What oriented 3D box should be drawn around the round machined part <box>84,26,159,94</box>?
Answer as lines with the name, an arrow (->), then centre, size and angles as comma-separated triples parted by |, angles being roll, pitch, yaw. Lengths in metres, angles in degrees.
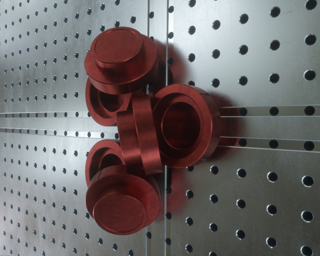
round machined part -> -0.051, -0.094, 0.406 | 0.098, 0.042, 0.098 | -4, 56, 6

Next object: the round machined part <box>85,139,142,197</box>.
round machined part -> -0.062, 0.065, 0.450 | 0.098, 0.042, 0.097 | 0, 90, 40

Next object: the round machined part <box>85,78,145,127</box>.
round machined part -> -0.061, -0.051, 0.449 | 0.098, 0.042, 0.097 | 0, 90, 40

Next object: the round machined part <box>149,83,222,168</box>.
round machined part -> 0.031, -0.003, 0.373 | 0.098, 0.042, 0.097 | 0, 90, 40

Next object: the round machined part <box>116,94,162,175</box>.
round machined part -> -0.027, 0.010, 0.382 | 0.042, 0.098, 0.098 | -10, 81, -3

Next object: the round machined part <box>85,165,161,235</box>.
round machined part -> -0.049, 0.099, 0.402 | 0.099, 0.042, 0.097 | 1, 117, 1
